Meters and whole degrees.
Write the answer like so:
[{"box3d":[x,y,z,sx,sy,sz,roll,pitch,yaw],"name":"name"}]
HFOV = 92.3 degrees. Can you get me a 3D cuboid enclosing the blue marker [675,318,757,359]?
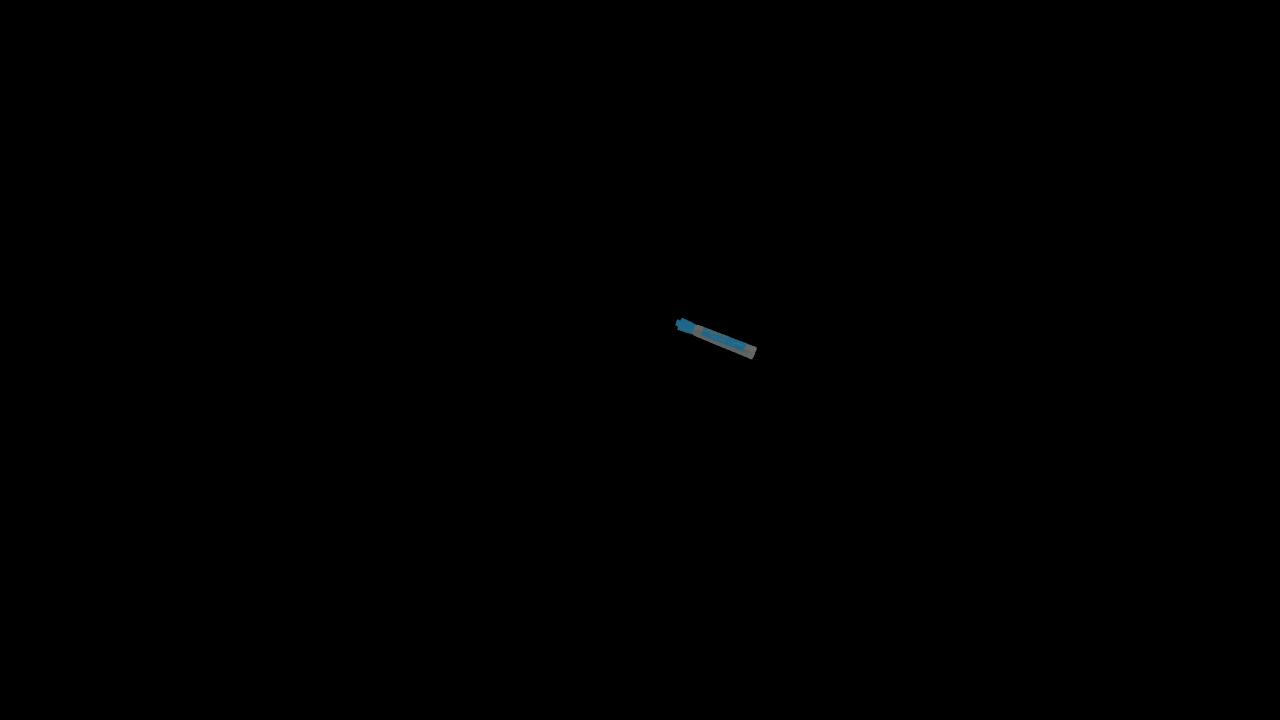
[{"box3d":[0.107,-0.032,0.878,0.121,0.020,0.020,23,6,13],"name":"blue marker"}]
